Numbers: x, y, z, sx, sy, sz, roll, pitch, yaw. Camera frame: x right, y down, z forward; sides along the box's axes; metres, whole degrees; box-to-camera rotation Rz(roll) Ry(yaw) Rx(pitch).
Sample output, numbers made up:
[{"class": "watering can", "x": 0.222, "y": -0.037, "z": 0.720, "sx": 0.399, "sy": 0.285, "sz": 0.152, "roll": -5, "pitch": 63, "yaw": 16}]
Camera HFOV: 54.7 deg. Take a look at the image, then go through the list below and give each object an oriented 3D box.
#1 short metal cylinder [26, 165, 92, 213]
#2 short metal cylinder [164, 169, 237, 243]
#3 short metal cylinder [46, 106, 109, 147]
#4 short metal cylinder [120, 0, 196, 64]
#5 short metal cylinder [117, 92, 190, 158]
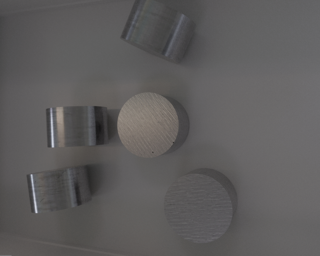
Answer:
[{"class": "short metal cylinder", "x": -0.139, "y": 0.082, "z": 0.430, "sx": 0.080, "sy": 0.080, "sz": 0.050, "roll": -10, "pitch": 87, "yaw": 20}, {"class": "short metal cylinder", "x": 0.051, "y": 0.092, "z": 0.379, "sx": 0.080, "sy": 0.050, "sz": 0.080, "roll": 0, "pitch": 90, "yaw": 20}, {"class": "short metal cylinder", "x": -0.111, "y": -0.001, "z": 0.421, "sx": 0.080, "sy": 0.080, "sz": 0.050, "roll": -3, "pitch": 89, "yaw": 20}, {"class": "short metal cylinder", "x": -0.002, "y": -0.118, "z": 0.382, "sx": 0.080, "sy": 0.080, "sz": 0.050, "roll": 26, "pitch": 99, "yaw": 18}, {"class": "short metal cylinder", "x": -0.007, "y": -0.004, "z": 0.400, "sx": 0.080, "sy": 0.050, "sz": 0.080, "roll": 0, "pitch": 90, "yaw": 20}]
